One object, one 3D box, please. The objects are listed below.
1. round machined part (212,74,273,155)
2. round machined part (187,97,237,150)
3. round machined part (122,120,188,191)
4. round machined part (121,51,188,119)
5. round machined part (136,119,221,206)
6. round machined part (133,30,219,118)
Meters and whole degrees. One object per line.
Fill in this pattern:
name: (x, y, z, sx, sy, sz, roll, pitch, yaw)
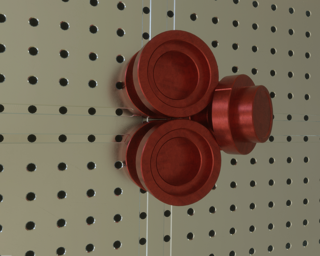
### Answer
round machined part: (0.105, -0.016, 0.374, 0.099, 0.042, 0.097, 1, 89, -52)
round machined part: (0.087, -0.017, 0.435, 0.099, 0.042, 0.097, 0, 90, -20)
round machined part: (0.003, 0.038, 0.405, 0.099, 0.042, 0.097, 0, 90, -20)
round machined part: (0.002, -0.060, 0.405, 0.099, 0.042, 0.097, 0, 90, -20)
round machined part: (0.019, 0.038, 0.365, 0.099, 0.042, 0.097, 0, 90, -20)
round machined part: (0.015, -0.060, 0.364, 0.099, 0.042, 0.097, 0, 90, -20)
